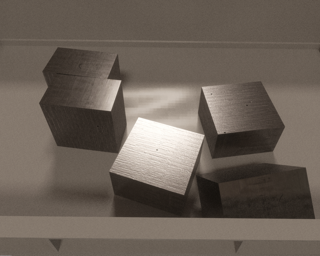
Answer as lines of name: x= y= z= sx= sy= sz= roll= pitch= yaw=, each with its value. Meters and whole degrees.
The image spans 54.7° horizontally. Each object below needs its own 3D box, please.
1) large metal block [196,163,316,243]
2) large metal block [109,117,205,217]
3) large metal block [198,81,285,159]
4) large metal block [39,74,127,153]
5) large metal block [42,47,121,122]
large metal block: x=0.088 y=0.068 z=0.305 sx=0.081 sy=0.080 sz=0.050 roll=-9 pitch=87 yaw=-8
large metal block: x=-0.001 y=0.042 z=0.353 sx=0.080 sy=0.050 sz=0.080 roll=15 pitch=52 yaw=12
large metal block: x=0.100 y=-0.012 z=0.400 sx=0.081 sy=0.050 sz=0.080 roll=-6 pitch=50 yaw=-6
large metal block: x=-0.089 y=-0.016 z=0.382 sx=0.080 sy=0.080 sz=0.050 roll=7 pitch=51 yaw=5
large metal block: x=-0.098 y=-0.056 z=0.415 sx=0.080 sy=0.080 sz=0.050 roll=7 pitch=50 yaw=6
